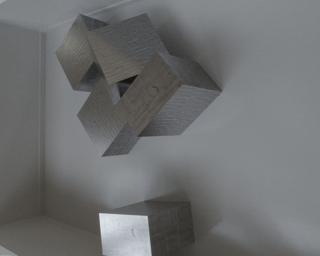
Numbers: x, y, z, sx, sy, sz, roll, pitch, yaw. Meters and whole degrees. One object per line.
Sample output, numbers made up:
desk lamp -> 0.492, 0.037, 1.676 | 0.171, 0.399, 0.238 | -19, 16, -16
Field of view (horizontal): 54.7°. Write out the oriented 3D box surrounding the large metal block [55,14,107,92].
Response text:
large metal block -> -0.108, -0.112, 0.477 | 0.080, 0.050, 0.080 | -45, 63, 30

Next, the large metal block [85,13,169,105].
large metal block -> -0.038, -0.087, 0.392 | 0.050, 0.081, 0.080 | 95, 151, -67

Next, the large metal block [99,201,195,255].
large metal block -> -0.015, 0.123, 0.382 | 0.080, 0.081, 0.050 | -10, 84, 39

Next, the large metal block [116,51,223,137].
large metal block -> 0.011, -0.035, 0.360 | 0.080, 0.081, 0.050 | -48, 62, 29

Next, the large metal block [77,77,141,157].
large metal block -> -0.063, -0.017, 0.440 | 0.080, 0.050, 0.080 | -50, 61, 28
